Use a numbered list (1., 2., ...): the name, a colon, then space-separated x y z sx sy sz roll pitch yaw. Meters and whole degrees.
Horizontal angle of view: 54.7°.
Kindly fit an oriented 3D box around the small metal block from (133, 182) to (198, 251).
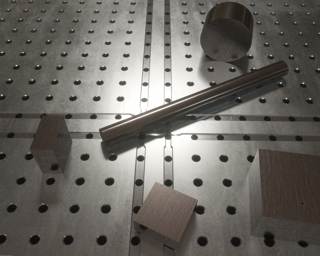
1. small metal block: 0.007 0.093 0.330 0.050 0.025 0.050 21 53 16

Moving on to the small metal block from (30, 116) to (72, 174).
1. small metal block: -0.129 0.020 0.373 0.025 0.050 0.050 2 50 1

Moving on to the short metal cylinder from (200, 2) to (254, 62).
1. short metal cylinder: 0.109 -0.155 0.504 0.080 0.080 0.050 11 51 8

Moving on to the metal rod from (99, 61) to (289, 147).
1. metal rod: 0.060 -0.041 0.442 0.302 0.025 0.025 -22 54 -18

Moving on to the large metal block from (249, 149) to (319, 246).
1. large metal block: 0.142 0.073 0.332 0.080 0.050 0.080 7 50 5
